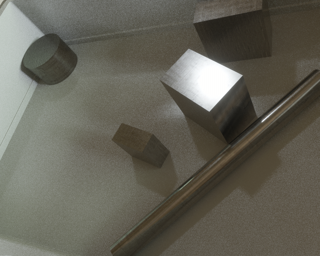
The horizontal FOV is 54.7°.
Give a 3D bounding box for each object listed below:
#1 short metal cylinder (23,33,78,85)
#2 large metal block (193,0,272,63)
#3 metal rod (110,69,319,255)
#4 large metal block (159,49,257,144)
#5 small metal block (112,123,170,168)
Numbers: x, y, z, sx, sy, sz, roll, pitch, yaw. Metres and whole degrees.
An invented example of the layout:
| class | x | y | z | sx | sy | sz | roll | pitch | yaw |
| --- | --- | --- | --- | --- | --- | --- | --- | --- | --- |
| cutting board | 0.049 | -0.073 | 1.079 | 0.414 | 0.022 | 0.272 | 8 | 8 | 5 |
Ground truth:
| class | x | y | z | sx | sy | sz | roll | pitch | yaw |
| --- | --- | --- | --- | --- | --- | --- | --- | --- | --- |
| short metal cylinder | -0.201 | -0.126 | 0.570 | 0.080 | 0.050 | 0.080 | -13 | 56 | 20 |
| large metal block | 0.097 | -0.132 | 0.400 | 0.080 | 0.080 | 0.050 | -3 | 61 | 26 |
| metal rod | 0.067 | 0.042 | 0.343 | 0.300 | 0.025 | 0.025 | -41 | 51 | 0 |
| large metal block | 0.057 | -0.035 | 0.361 | 0.050 | 0.080 | 0.080 | -47 | 52 | -5 |
| small metal block | -0.023 | 0.022 | 0.387 | 0.050 | 0.050 | 0.025 | 18 | 72 | 35 |
